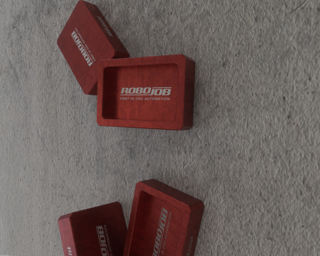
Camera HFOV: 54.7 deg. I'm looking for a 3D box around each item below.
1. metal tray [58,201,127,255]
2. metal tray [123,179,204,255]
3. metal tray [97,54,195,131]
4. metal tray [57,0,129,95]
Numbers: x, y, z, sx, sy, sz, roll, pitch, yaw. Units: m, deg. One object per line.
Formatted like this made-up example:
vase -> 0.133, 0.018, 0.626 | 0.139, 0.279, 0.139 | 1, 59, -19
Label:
metal tray -> -0.083, 0.176, 0.431 | 0.030, 0.091, 0.129 | -25, 74, 37
metal tray -> 0.000, 0.142, 0.401 | 0.090, 0.030, 0.129 | 18, 101, 38
metal tray -> -0.022, -0.045, 0.403 | 0.130, 0.030, 0.089 | 3, 92, 29
metal tray -> -0.111, -0.126, 0.493 | 0.090, 0.030, 0.130 | -47, 62, 29
